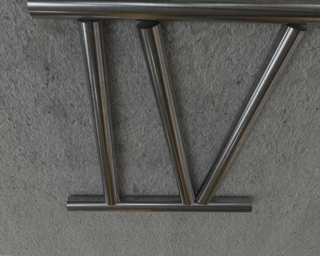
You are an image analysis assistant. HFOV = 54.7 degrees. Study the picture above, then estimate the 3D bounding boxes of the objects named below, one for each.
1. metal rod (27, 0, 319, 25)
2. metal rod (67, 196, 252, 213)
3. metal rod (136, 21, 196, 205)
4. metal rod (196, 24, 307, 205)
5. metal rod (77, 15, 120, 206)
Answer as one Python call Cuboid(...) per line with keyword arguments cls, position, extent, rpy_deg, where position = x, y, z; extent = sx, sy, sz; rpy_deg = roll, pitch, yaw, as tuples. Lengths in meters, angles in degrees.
Cuboid(cls="metal rod", position=(0.026, -0.119, 0.308), extent=(0.302, 0.025, 0.025), rpy_deg=(1, 130, -2))
Cuboid(cls="metal rod", position=(0.000, 0.127, 0.516), extent=(0.302, 0.025, 0.025), rpy_deg=(1, 130, -2))
Cuboid(cls="metal rod", position=(0.017, 0.005, 0.412), extent=(0.025, 0.025, 0.298), rpy_deg=(-9, 130, 7))
Cuboid(cls="metal rod", position=(0.105, 0.005, 0.413), extent=(0.025, 0.025, 0.298), rpy_deg=(10, 129, -9))
Cuboid(cls="metal rod", position=(-0.074, 0.003, 0.409), extent=(0.025, 0.025, 0.298), rpy_deg=(1, 130, -1))
